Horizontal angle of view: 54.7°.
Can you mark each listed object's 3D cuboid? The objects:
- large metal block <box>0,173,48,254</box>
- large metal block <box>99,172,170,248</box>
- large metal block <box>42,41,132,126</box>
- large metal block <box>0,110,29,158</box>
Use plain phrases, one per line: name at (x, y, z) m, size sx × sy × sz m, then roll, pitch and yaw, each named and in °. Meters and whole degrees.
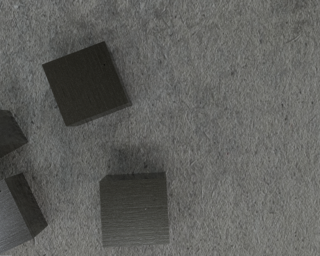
large metal block at (-0.206, 0.114, 0.396) m, size 0.080 × 0.050 × 0.080 m, roll -25°, pitch 90°, yaw 0°
large metal block at (-0.031, 0.102, 0.397) m, size 0.081 × 0.050 × 0.080 m, roll -3°, pitch 90°, yaw 0°
large metal block at (-0.090, -0.053, 0.397) m, size 0.080 × 0.050 × 0.080 m, roll -21°, pitch 90°, yaw 0°
large metal block at (-0.226, 0.018, 0.381) m, size 0.080 × 0.080 × 0.050 m, roll -30°, pitch 90°, yaw 0°
